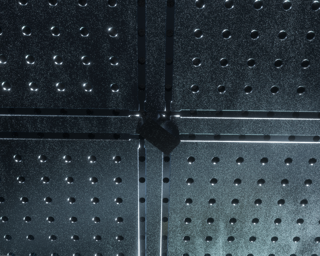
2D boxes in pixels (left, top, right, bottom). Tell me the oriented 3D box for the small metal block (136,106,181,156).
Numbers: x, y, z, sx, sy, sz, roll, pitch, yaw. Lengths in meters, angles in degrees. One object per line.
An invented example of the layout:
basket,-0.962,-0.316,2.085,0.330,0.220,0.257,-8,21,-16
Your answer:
small metal block,-0.002,0.002,0.401,0.050,0.050,0.025,38,106,-13
